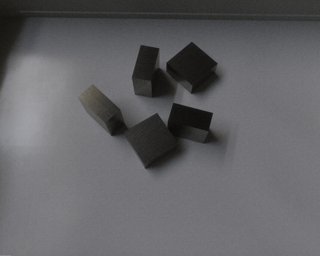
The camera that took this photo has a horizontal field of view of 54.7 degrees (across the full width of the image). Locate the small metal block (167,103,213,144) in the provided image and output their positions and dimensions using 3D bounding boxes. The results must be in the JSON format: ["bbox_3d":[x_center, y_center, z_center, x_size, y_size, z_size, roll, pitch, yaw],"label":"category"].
[{"bbox_3d":[0.037,-0.005,0.398,0.050,0.050,0.025,15,71,5],"label":"small metal block"}]

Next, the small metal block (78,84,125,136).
[{"bbox_3d":[-0.075,-0.022,0.404,0.050,0.050,0.025,42,76,14],"label":"small metal block"}]

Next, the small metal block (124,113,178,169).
[{"bbox_3d":[-0.012,0.017,0.403,0.050,0.025,0.050,-31,73,-10],"label":"small metal block"}]

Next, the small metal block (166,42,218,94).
[{"bbox_3d":[0.045,-0.086,0.441,0.050,0.025,0.050,-42,75,-14],"label":"small metal block"}]

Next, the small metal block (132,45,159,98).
[{"bbox_3d":[-0.018,-0.076,0.424,0.025,0.050,0.050,11,71,4],"label":"small metal block"}]
